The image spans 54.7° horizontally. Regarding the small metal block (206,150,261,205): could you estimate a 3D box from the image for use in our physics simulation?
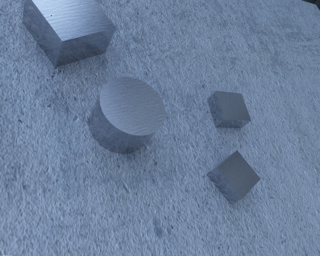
[{"bbox_3d":[0.100,0.066,0.420,0.050,0.025,0.050,-31,79,-38],"label":"small metal block"}]

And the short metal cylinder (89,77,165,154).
[{"bbox_3d":[-0.041,-0.015,0.376,0.081,0.050,0.080,14,56,-21],"label":"short metal cylinder"}]

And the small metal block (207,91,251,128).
[{"bbox_3d":[0.107,-0.028,0.481,0.050,0.025,0.050,2,61,-27],"label":"small metal block"}]

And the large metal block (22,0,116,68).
[{"bbox_3d":[-0.120,-0.136,0.407,0.081,0.050,0.080,-30,79,-38],"label":"large metal block"}]
